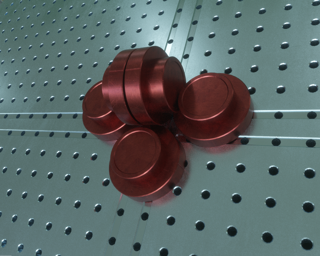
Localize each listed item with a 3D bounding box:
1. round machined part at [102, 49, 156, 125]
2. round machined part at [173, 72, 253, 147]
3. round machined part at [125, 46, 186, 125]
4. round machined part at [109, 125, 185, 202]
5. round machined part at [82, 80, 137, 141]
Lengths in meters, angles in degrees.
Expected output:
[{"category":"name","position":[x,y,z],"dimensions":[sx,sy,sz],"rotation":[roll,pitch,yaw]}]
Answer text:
[{"category":"round machined part","position":[-0.038,-0.053,0.404],"dimensions":[0.042,0.098,0.098],"rotation":[1,62,29]},{"category":"round machined part","position":[0.061,-0.029,0.381],"dimensions":[0.098,0.042,0.098],"rotation":[-13,56,20]},{"category":"round machined part","position":[0.001,-0.053,0.385],"dimensions":[0.042,0.098,0.098],"rotation":[-1,62,28]},{"category":"round machined part","position":[-0.022,0.038,0.384],"dimensions":[0.098,0.042,0.098],"rotation":[-13,56,20]},{"category":"round machined part","position":[-0.074,-0.034,0.455],"dimensions":[0.098,0.042,0.098],"rotation":[-13,56,20]}]
